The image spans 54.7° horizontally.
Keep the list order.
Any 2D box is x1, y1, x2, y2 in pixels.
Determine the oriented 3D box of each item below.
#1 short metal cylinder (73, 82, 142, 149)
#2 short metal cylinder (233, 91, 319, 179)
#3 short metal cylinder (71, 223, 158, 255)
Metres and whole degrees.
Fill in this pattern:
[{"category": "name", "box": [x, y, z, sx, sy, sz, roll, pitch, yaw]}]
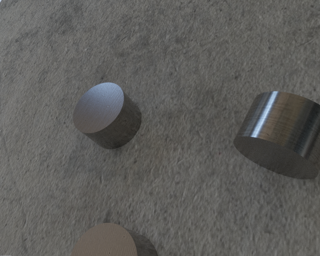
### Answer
[{"category": "short metal cylinder", "box": [-0.073, -0.017, 0.435, 0.080, 0.050, 0.080, -13, 56, 20]}, {"category": "short metal cylinder", "box": [0.120, 0.008, 0.301, 0.080, 0.080, 0.050, 19, 72, 35]}, {"category": "short metal cylinder", "box": [-0.047, 0.145, 0.322, 0.080, 0.050, 0.080, -13, 56, 20]}]
